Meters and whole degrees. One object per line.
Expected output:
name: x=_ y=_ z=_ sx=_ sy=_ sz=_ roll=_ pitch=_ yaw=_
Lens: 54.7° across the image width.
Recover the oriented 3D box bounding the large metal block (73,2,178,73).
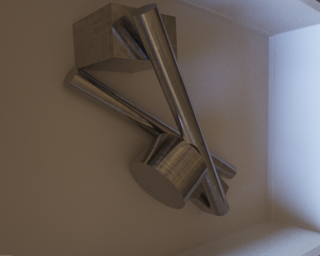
large metal block: x=-0.039 y=-0.093 z=0.339 sx=0.081 sy=0.080 sz=0.050 roll=-5 pitch=94 yaw=-40

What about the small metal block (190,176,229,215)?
small metal block: x=0.073 y=0.096 z=0.469 sx=0.050 sy=0.025 sz=0.050 roll=46 pitch=63 yaw=-31

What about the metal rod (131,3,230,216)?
metal rod: x=0.037 y=0.006 z=0.362 sx=0.025 sy=0.025 sz=0.299 roll=-48 pitch=131 yaw=-29

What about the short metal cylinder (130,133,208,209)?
short metal cylinder: x=0.010 y=0.053 z=0.379 sx=0.050 sy=0.080 sz=0.080 roll=-48 pitch=119 yaw=-30

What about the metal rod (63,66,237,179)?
metal rod: x=0.010 y=0.008 z=0.415 sx=0.301 sy=0.025 sz=0.025 roll=31 pitch=71 yaw=-36
